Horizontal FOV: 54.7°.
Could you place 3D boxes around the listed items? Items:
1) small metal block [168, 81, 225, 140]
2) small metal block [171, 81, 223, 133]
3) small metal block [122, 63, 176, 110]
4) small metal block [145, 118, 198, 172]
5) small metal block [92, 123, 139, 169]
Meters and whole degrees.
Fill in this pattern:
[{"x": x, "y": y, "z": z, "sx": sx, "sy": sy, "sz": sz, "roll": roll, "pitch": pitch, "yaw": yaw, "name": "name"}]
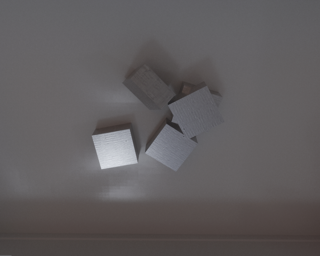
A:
[{"x": 0.043, "y": -0.021, "z": 0.377, "sx": 0.050, "sy": 0.025, "sz": 0.050, "roll": -26, "pitch": 108, "yaw": 9, "name": "small metal block"}, {"x": 0.046, "y": -0.027, "z": 0.401, "sx": 0.050, "sy": 0.025, "sz": 0.050, "roll": 16, "pitch": 109, "yaw": -6, "name": "small metal block"}, {"x": -0.015, "y": -0.048, "z": 0.377, "sx": 0.050, "sy": 0.050, "sz": 0.025, "roll": 44, "pitch": 80, "yaw": -15, "name": "small metal block"}, {"x": 0.015, "y": 0.023, "z": 0.420, "sx": 0.050, "sy": 0.025, "sz": 0.050, "roll": 32, "pitch": 107, "yaw": -12, "name": "small metal block"}, {"x": -0.059, "y": 0.024, "z": 0.420, "sx": 0.050, "sy": 0.025, "sz": 0.050, "roll": -10, "pitch": 110, "yaw": 3, "name": "small metal block"}]
